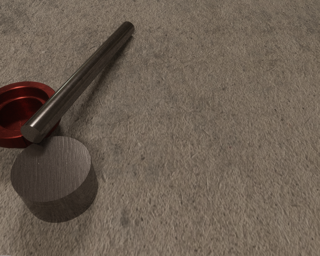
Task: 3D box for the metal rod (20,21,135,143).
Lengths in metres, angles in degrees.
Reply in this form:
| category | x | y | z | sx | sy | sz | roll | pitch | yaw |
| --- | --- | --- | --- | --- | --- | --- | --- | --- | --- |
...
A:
| category | x | y | z | sx | sy | sz | roll | pitch | yaw |
| --- | --- | --- | --- | --- | --- | --- | --- | --- | --- |
| metal rod | -0.097 | -0.086 | 0.441 | 0.025 | 0.025 | 0.301 | 12 | 41 | 10 |

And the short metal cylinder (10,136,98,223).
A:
| category | x | y | z | sx | sy | sz | roll | pitch | yaw |
| --- | --- | --- | --- | --- | --- | --- | --- | --- | --- |
| short metal cylinder | -0.112 | 0.055 | 0.339 | 0.081 | 0.050 | 0.080 | 0 | 50 | 0 |

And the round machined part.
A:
| category | x | y | z | sx | sy | sz | roll | pitch | yaw |
| --- | --- | --- | --- | --- | --- | --- | --- | --- | --- |
| round machined part | -0.176 | -0.012 | 0.400 | 0.099 | 0.042 | 0.098 | 0 | 50 | 0 |
